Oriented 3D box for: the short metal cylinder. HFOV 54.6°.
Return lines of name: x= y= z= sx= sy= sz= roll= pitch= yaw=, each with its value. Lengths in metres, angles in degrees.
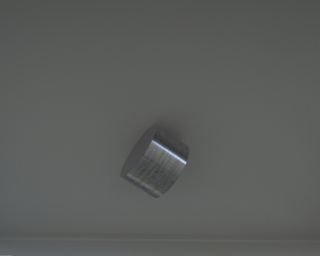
short metal cylinder: x=-0.007 y=0.042 z=0.397 sx=0.050 sy=0.080 sz=0.080 roll=35 pitch=106 yaw=-12
